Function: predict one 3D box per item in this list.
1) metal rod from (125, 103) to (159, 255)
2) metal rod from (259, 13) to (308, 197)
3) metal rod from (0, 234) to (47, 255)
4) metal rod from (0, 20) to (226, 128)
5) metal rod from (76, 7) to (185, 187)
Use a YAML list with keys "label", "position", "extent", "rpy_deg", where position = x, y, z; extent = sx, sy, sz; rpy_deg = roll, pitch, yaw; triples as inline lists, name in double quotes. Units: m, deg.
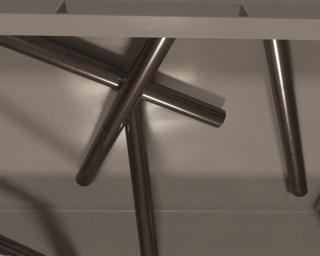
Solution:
- label: "metal rod"
  position: [-0.020, 0.115, 0.417]
  extent: [0.025, 0.025, 0.298]
  rpy_deg: [-5, 102, 3]
- label: "metal rod"
  position: [0.169, -0.005, 0.407]
  extent: [0.025, 0.025, 0.299]
  rpy_deg: [-17, 129, 13]
- label: "metal rod"
  position: [-0.201, 0.136, 0.367]
  extent: [0.025, 0.025, 0.300]
  rpy_deg: [-32, 124, 24]
- label: "metal rod"
  position: [-0.058, -0.060, 0.356]
  extent: [0.302, 0.025, 0.025]
  rpy_deg: [20, 127, -17]
- label: "metal rod"
  position: [-0.053, -0.010, 0.373]
  extent: [0.025, 0.025, 0.298]
  rpy_deg: [20, 135, -17]
